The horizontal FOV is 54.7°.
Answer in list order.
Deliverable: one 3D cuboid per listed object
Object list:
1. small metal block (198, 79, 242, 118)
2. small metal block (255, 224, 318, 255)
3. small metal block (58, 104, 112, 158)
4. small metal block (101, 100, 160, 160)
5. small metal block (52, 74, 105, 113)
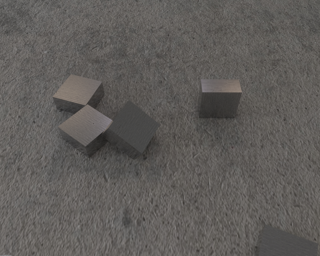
[{"bbox_3d":[0.079,-0.039,0.420,0.050,0.050,0.025,0,50,0],"label":"small metal block"},{"bbox_3d":[0.118,0.128,0.296,0.050,0.025,0.050,18,52,14],"label":"small metal block"},{"bbox_3d":[-0.093,0.003,0.400,0.050,0.025,0.050,31,57,23],"label":"small metal block"},{"bbox_3d":[-0.036,0.002,0.386,0.050,0.025,0.050,39,54,-11],"label":"small metal block"},{"bbox_3d":[-0.114,-0.046,0.441,0.050,0.025,0.050,15,52,12],"label":"small metal block"}]
